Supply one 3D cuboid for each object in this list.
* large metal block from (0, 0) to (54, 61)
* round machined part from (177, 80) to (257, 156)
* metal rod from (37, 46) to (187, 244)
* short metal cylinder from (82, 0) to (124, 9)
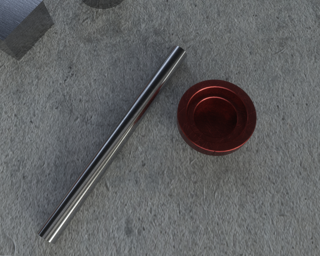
[{"bbox_3d":[-0.219,-0.158,0.450,0.080,0.050,0.080,31,73,10],"label":"large metal block"},{"bbox_3d":[0.071,-0.010,0.404,0.099,0.042,0.098,0,70,-1],"label":"round machined part"},{"bbox_3d":[-0.052,0.009,0.404,0.025,0.025,0.300,31,73,10],"label":"metal rod"},{"bbox_3d":[-0.091,-0.234,0.479,0.081,0.050,0.080,0,70,0],"label":"short metal cylinder"}]
